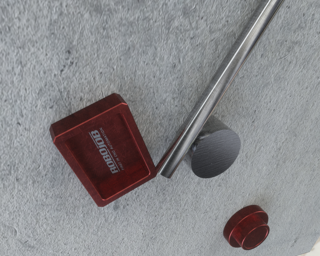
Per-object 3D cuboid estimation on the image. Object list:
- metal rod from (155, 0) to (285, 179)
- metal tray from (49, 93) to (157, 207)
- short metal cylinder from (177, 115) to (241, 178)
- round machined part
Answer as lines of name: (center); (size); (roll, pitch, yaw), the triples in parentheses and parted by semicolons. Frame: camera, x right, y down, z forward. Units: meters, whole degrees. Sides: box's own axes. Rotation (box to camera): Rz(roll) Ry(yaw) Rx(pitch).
metal rod: (0.082, -0.066, 0.395); (0.025, 0.025, 0.299); (27, 98, -38)
metal tray: (-0.065, 0.031, 0.388); (0.090, 0.030, 0.129); (-29, 129, -10)
short metal cylinder: (0.067, 0.025, 0.445); (0.081, 0.050, 0.079); (-14, 125, -21)
round machined part: (0.181, 0.207, 0.626); (0.099, 0.042, 0.097); (-14, 125, -21)
